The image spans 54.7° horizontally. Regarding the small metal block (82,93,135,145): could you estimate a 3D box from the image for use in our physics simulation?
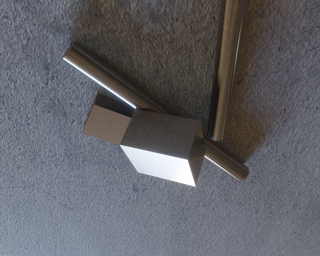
[{"bbox_3d":[-0.066,-0.011,0.397,0.050,0.025,0.050,20,127,-17],"label":"small metal block"}]

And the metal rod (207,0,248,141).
[{"bbox_3d":[0.073,-0.105,0.319,0.025,0.025,0.298,-1,130,0],"label":"metal rod"}]

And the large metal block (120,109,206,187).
[{"bbox_3d":[0.008,0.026,0.381,0.080,0.050,0.080,11,152,19],"label":"large metal block"}]

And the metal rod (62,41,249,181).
[{"bbox_3d":[0.013,-0.008,0.400,0.301,0.025,0.025,34,122,-26],"label":"metal rod"}]
